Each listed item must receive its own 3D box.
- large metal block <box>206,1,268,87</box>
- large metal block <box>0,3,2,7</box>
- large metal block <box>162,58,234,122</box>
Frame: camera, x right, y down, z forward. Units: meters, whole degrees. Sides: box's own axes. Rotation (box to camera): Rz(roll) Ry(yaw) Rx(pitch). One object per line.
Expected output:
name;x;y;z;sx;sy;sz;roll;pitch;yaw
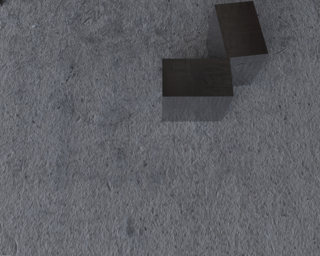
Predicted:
large metal block;0.100;-0.110;0.419;0.050;0.080;0.080;-7;70;-3
large metal block;-0.296;-0.218;0.456;0.050;0.080;0.080;-42;75;-13
large metal block;0.043;-0.046;0.396;0.081;0.080;0.050;0;70;0
